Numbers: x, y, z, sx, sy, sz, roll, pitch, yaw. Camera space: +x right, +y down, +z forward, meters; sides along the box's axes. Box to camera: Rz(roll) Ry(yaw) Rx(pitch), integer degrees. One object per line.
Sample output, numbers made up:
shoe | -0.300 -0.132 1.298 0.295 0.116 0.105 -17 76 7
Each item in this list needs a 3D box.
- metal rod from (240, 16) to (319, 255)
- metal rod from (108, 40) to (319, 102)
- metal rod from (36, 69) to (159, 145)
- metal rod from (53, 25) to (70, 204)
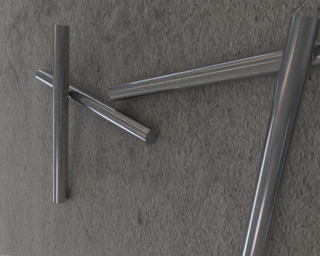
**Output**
metal rod | 0.106 0.051 0.298 0.025 0.025 0.298 18 107 38
metal rod | 0.048 -0.060 0.364 0.300 0.025 0.025 -4 87 40
metal rod | -0.117 -0.045 0.502 0.300 0.025 0.025 28 107 36
metal rod | -0.165 -0.015 0.515 0.025 0.025 0.298 17 109 38
